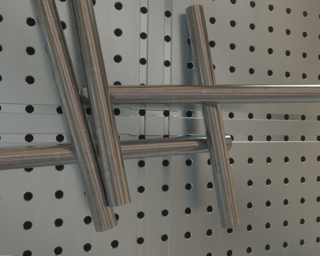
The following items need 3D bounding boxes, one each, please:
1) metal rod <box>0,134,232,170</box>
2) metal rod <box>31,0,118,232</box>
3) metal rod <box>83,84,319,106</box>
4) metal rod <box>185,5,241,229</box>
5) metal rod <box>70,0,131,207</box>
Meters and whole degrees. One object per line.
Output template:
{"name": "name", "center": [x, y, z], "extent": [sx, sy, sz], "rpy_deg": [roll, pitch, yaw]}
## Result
{"name": "metal rod", "center": [-0.044, 0.028, 0.397], "extent": [0.303, 0.025, 0.025], "rpy_deg": [-3, 91, -21]}
{"name": "metal rod", "center": [-0.102, -0.030, 0.356], "extent": [0.025, 0.025, 0.298], "rpy_deg": [-15, 88, -20]}
{"name": "metal rod", "center": [0.058, -0.043, 0.393], "extent": [0.302, 0.025, 0.025], "rpy_deg": [-1, 91, -5]}
{"name": "metal rod", "center": [0.070, -0.019, 0.418], "extent": [0.025, 0.025, 0.298], "rpy_deg": [-7, 84, -20]}
{"name": "metal rod", "center": [-0.074, -0.061, 0.358], "extent": [0.025, 0.025, 0.298], "rpy_deg": [-9, 83, -20]}
